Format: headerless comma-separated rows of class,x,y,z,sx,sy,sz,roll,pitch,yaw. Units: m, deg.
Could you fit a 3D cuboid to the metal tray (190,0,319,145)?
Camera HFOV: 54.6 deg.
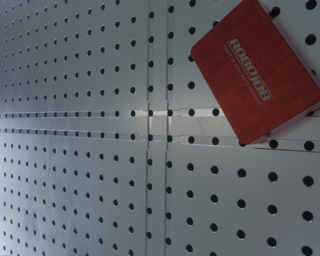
metal tray,0.098,-0.059,0.326,0.090,0.030,0.130,-38,67,33
